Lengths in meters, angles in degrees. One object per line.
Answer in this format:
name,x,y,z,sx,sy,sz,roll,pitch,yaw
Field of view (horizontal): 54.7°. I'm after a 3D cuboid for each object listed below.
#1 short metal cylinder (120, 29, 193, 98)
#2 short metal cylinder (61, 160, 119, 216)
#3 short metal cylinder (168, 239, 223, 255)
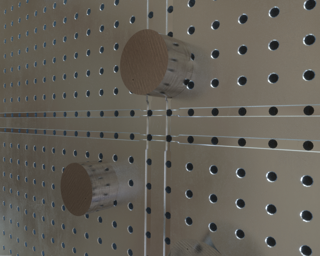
short metal cylinder,-0.005,-0.080,0.397,0.080,0.050,0.080,0,90,40
short metal cylinder,-0.111,0.092,0.485,0.080,0.050,0.079,0,90,40
short metal cylinder,0.037,0.172,0.343,0.080,0.081,0.050,40,115,32
